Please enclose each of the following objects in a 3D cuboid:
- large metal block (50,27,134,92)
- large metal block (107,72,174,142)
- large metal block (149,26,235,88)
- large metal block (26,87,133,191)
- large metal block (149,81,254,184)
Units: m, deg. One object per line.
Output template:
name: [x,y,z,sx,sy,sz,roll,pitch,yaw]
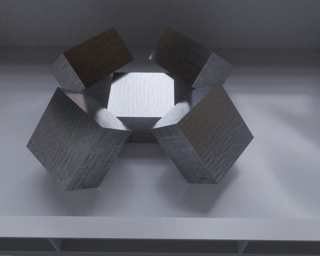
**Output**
large metal block: [-0.096,-0.087,0.429,0.080,0.080,0.050,-38,103,-28]
large metal block: [-0.023,-0.028,0.409,0.080,0.050,0.080,1,50,0]
large metal block: [0.046,-0.092,0.438,0.080,0.050,0.080,39,17,28]
large metal block: [-0.092,0.012,0.349,0.080,0.050,0.080,39,104,27]
large metal block: [0.049,0.006,0.353,0.080,0.050,0.080,-44,108,-31]
